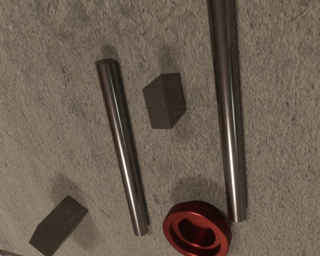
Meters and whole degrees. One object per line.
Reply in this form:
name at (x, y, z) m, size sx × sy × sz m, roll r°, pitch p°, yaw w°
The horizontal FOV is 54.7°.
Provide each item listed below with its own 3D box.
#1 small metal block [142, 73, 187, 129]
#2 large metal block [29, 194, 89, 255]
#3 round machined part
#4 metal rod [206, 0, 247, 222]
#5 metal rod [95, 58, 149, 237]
small metal block at (0.007, -0.032, 0.366) m, size 0.025 × 0.050 × 0.050 m, roll 1°, pitch 119°, yaw 27°
large metal block at (-0.191, 0.186, 0.584) m, size 0.050 × 0.080 × 0.080 m, roll 39°, pitch 129°, yaw 2°
round machined part at (0.057, 0.146, 0.455) m, size 0.098 × 0.042 × 0.097 m, roll 13°, pitch 124°, yaw 20°
metal rod at (0.080, -0.010, 0.357) m, size 0.025 × 0.025 × 0.298 m, roll 3°, pitch 120°, yaw 26°
metal rod at (-0.051, 0.046, 0.460) m, size 0.025 × 0.025 × 0.298 m, roll 6°, pitch 121°, yaw 25°
